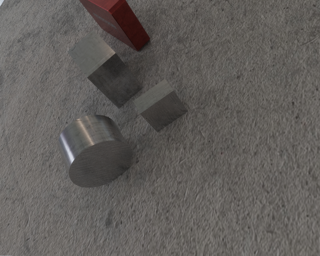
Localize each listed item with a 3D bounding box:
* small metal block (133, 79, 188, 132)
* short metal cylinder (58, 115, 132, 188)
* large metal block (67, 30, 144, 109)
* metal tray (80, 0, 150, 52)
[{"bbox_3d":[0.002,-0.028,0.404,0.050,0.050,0.025,-35,51,5],"label":"small metal block"},{"bbox_3d":[-0.082,0.030,0.394,0.080,0.080,0.050,-38,51,2],"label":"short metal cylinder"},{"bbox_3d":[-0.081,-0.088,0.465,0.050,0.080,0.080,-41,51,0],"label":"large metal block"},{"bbox_3d":[-0.082,-0.189,0.520,0.030,0.090,0.130,-47,51,-4],"label":"metal tray"}]
